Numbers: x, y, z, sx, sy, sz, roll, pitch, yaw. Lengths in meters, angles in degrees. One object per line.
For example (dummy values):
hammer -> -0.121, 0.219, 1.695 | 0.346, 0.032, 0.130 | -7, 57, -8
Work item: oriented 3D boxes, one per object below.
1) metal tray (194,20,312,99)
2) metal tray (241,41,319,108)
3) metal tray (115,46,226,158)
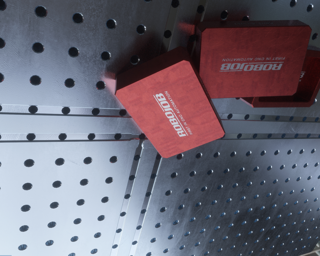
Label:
metal tray -> 0.111, -0.085, 0.388 | 0.131, 0.030, 0.089 | -3, 122, -4
metal tray -> 0.189, -0.077, 0.462 | 0.131, 0.030, 0.089 | -2, 120, -27
metal tray -> 0.016, -0.025, 0.379 | 0.090, 0.030, 0.130 | -23, 131, 14
